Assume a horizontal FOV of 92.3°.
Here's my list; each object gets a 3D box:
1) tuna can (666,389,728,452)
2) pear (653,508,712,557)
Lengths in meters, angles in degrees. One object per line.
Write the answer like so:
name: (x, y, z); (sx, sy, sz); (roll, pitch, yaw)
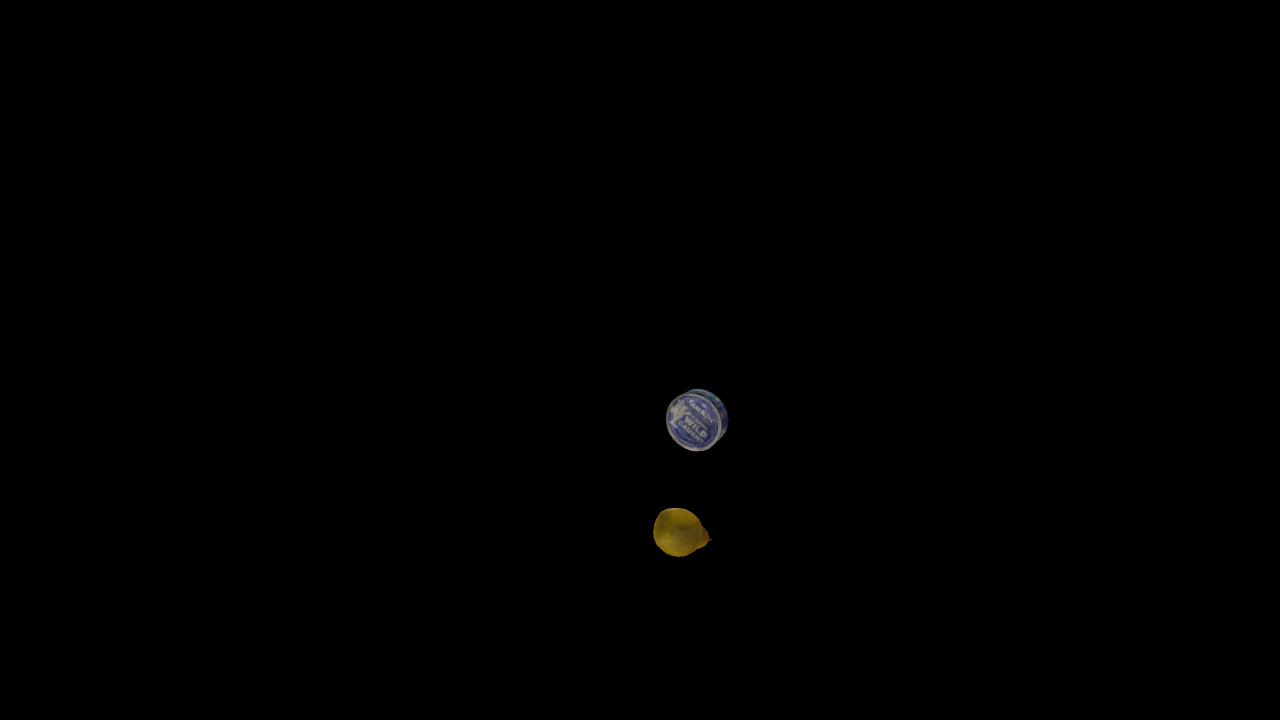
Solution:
tuna can: (0.081, 0.084, 0.868); (0.084, 0.084, 0.034); (0, 11, 29)
pear: (0.078, 0.280, 0.975); (0.111, 0.080, 0.080); (24, -10, -22)
